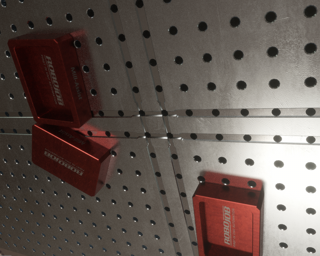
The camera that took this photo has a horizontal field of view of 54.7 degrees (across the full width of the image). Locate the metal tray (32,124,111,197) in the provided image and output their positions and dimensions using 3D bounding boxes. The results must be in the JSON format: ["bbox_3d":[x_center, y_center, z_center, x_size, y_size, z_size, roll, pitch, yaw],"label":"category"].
[{"bbox_3d":[-0.151,0.048,0.515,0.130,0.030,0.089,27,128,11],"label":"metal tray"}]

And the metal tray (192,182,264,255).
[{"bbox_3d":[0.099,0.144,0.443,0.090,0.030,0.129,5,121,25],"label":"metal tray"}]

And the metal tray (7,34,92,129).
[{"bbox_3d":[-0.156,-0.066,0.446,0.090,0.030,0.129,7,122,24],"label":"metal tray"}]
